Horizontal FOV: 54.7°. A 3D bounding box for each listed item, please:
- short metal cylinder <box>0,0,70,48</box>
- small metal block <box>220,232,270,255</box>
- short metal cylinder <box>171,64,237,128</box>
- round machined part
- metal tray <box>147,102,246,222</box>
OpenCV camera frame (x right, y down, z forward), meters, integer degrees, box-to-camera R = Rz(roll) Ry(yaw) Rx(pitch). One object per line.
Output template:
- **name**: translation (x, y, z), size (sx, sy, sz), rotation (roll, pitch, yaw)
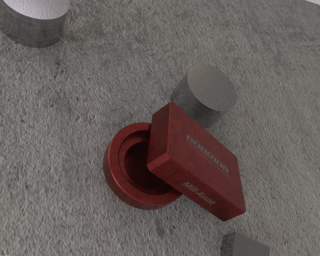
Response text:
- **short metal cylinder**: translation (-0.160, -0.149, 0.393), size (0.081, 0.050, 0.080), rotation (14, 56, -21)
- **small metal block**: translation (0.098, 0.157, 0.361), size (0.050, 0.025, 0.050), rotation (27, 52, -11)
- **short metal cylinder**: translation (0.063, -0.046, 0.450), size (0.081, 0.050, 0.080), rotation (14, 56, -21)
- **round machined part**: translation (-0.017, 0.046, 0.355), size (0.099, 0.042, 0.098), rotation (14, 56, -21)
- **metal tray**: translation (0.045, 0.040, 0.361), size (0.130, 0.030, 0.090), rotation (38, 34, -26)
